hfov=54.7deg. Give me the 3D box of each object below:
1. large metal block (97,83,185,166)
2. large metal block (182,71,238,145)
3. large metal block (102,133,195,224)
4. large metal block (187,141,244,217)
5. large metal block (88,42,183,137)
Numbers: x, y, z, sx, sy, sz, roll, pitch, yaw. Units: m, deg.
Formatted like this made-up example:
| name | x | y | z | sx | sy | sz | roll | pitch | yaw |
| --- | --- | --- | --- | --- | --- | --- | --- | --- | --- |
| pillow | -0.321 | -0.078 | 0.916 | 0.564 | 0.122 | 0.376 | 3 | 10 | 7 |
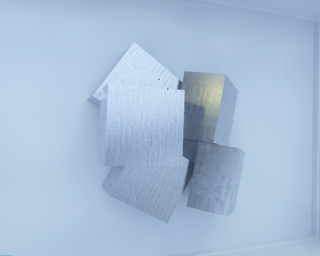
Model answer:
| name | x | y | z | sx | sy | sz | roll | pitch | yaw |
| --- | --- | --- | --- | --- | --- | --- | --- | --- | --- |
| large metal block | -0.022 | -0.001 | 0.334 | 0.081 | 0.050 | 0.080 | 3 | 88 | -19 |
| large metal block | 0.061 | -0.021 | 0.397 | 0.080 | 0.050 | 0.080 | 19 | 81 | -65 |
| large metal block | -0.014 | 0.060 | 0.389 | 0.080 | 0.050 | 0.080 | 31 | 80 | -18 |
| large metal block | 0.076 | 0.064 | 0.402 | 0.050 | 0.080 | 0.080 | 10 | 86 | 19 |
| large metal block | -0.030 | -0.045 | 0.386 | 0.080 | 0.050 | 0.080 | 38 | 78 | -17 |
